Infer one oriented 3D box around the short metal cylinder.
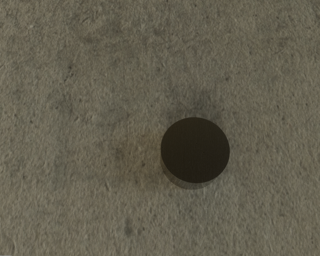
[{"bbox_3d":[0.041,0.033,0.383,0.081,0.050,0.080,0,70,0],"label":"short metal cylinder"}]
